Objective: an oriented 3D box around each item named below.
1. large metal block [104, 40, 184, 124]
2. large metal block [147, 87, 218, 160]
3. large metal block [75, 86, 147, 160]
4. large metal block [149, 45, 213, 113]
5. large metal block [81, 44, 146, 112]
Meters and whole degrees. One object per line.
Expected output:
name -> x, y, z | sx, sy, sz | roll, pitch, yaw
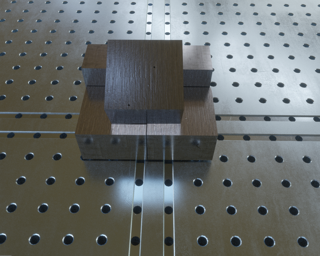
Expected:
large metal block -> -0.016, -0.050, 0.347 | 0.081, 0.050, 0.080 | 0, 74, -1
large metal block -> 0.026, -0.006, 0.394 | 0.081, 0.050, 0.080 | 1, 50, 0
large metal block -> -0.056, -0.007, 0.394 | 0.081, 0.050, 0.080 | 1, 50, 0
large metal block -> 0.025, -0.066, 0.426 | 0.081, 0.080, 0.050 | 1, 50, 0
large metal block -> -0.056, -0.067, 0.426 | 0.081, 0.080, 0.050 | 1, 50, 0
